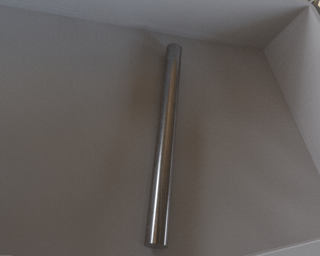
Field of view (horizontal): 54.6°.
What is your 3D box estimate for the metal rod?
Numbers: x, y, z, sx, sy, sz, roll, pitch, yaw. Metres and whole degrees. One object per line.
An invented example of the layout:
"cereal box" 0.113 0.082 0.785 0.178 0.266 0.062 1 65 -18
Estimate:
"metal rod" 0.009 0.000 0.407 0.025 0.025 0.300 18 55 -18
